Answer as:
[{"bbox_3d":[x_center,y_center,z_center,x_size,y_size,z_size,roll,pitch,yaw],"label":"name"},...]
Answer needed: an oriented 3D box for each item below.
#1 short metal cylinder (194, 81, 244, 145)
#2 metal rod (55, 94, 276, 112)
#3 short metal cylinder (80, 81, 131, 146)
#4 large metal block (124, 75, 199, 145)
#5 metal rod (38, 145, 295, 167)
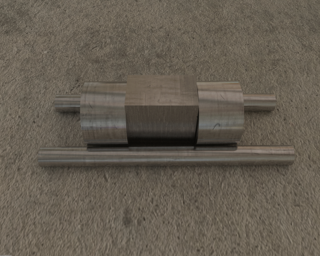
[{"bbox_3d":[0.068,-0.018,0.384,0.050,0.080,0.080,-1,50,-1],"label":"short metal cylinder"},{"bbox_3d":[0.008,-0.035,0.434,0.302,0.025,0.025,0,50,-1],"label":"metal rod"},{"bbox_3d":[-0.064,-0.018,0.383,0.050,0.080,0.080,-1,50,-1],"label":"short metal cylinder"},{"bbox_3d":[0.002,-0.018,0.381,0.081,0.080,0.050,0,50,0],"label":"large metal block"},{"bbox_3d":[0.008,0.034,0.376,0.302,0.025,0.025,0,50,-1],"label":"metal rod"}]
